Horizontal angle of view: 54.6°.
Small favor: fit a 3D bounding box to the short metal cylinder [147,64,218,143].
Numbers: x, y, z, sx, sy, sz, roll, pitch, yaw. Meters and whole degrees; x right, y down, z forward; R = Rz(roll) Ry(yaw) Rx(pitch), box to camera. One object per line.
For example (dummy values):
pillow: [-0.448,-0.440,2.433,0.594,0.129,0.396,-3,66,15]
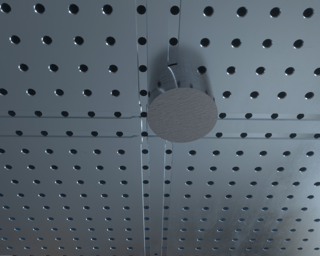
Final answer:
short metal cylinder: [0.026,-0.028,0.371,0.080,0.050,0.080,0,130,0]
